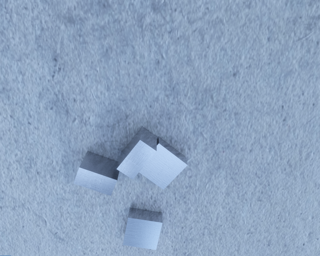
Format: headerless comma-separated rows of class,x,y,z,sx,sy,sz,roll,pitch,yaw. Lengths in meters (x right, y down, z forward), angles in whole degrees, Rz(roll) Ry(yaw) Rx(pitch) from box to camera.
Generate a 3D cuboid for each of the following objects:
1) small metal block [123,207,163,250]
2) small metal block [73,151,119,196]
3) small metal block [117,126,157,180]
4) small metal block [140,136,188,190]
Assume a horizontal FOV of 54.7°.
small metal block,-0.026,0.151,0.465,0.050,0.025,0.050,10,110,-4
small metal block,-0.083,0.060,0.417,0.050,0.050,0.025,21,109,-8
small metal block,-0.029,0.031,0.408,0.025,0.050,0.050,36,106,-12
small metal block,0.002,0.048,0.428,0.050,0.025,0.050,38,105,-14
